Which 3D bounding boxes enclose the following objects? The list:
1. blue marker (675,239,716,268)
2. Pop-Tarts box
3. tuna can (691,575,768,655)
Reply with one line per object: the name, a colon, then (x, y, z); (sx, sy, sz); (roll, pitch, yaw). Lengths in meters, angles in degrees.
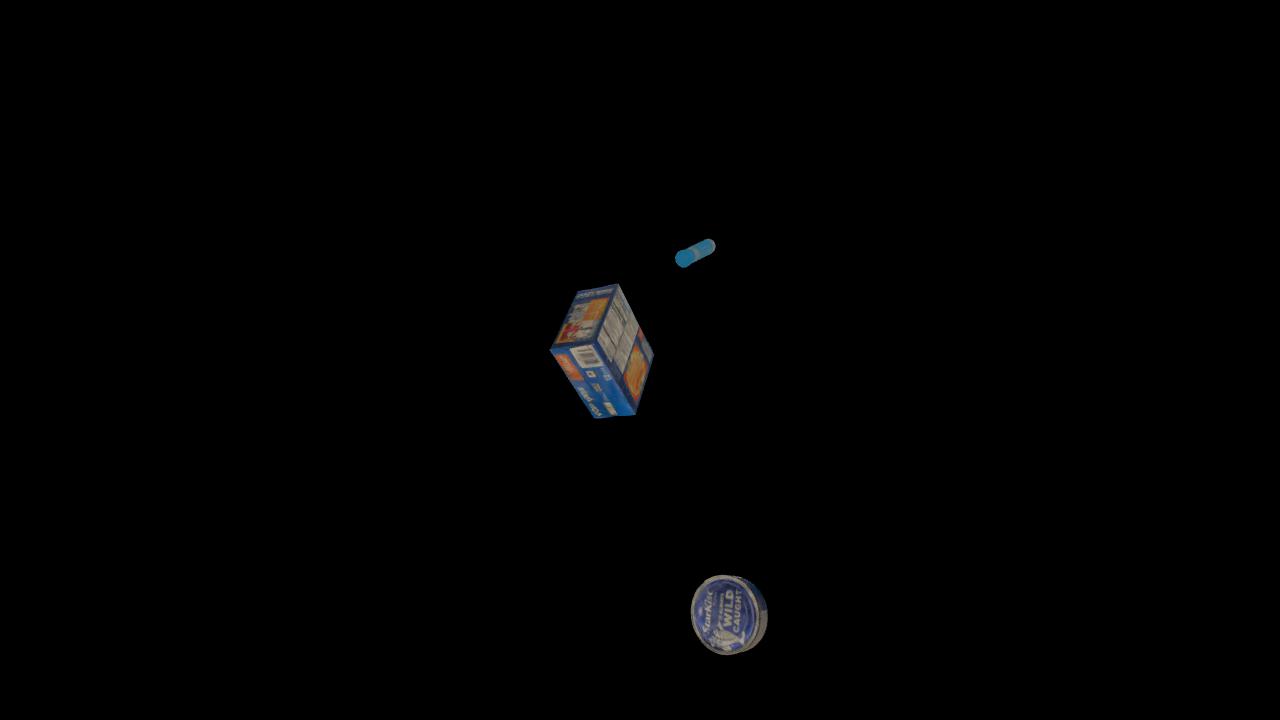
blue marker: (0.064, -0.123, 0.705); (0.020, 0.020, 0.121); (0, 17, 20)
Pop-Tarts box: (-0.056, -0.012, 1.001); (0.083, 0.141, 0.167); (-5, -45, 25)
tuna can: (0.102, 0.290, 0.704); (0.084, 0.084, 0.034); (0, -17, 32)
